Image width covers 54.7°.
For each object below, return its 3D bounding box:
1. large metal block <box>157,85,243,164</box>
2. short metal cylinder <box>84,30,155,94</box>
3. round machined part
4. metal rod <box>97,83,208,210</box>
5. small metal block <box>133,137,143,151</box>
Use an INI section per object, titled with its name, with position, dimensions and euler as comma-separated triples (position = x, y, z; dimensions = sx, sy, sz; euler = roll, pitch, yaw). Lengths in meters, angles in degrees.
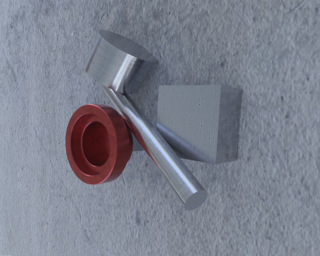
[large metal block]
position = 0.043, -0.006, 0.353
dimensions = 0.080, 0.050, 0.079
euler = 6, 94, 39
[short metal cylinder]
position = -0.053, -0.088, 0.413
dimensions = 0.080, 0.081, 0.050
euler = 45, 117, 30
[round machined part]
position = -0.072, 0.019, 0.388
dimensions = 0.098, 0.042, 0.097
euler = 2, 92, 39
[metal rod]
position = -0.036, -0.017, 0.385
dimensions = 0.300, 0.025, 0.025
euler = 51, 121, 44
[small metal block]
position = -0.045, 0.007, 0.426
dimensions = 0.025, 0.050, 0.050
euler = -3, 89, 40
